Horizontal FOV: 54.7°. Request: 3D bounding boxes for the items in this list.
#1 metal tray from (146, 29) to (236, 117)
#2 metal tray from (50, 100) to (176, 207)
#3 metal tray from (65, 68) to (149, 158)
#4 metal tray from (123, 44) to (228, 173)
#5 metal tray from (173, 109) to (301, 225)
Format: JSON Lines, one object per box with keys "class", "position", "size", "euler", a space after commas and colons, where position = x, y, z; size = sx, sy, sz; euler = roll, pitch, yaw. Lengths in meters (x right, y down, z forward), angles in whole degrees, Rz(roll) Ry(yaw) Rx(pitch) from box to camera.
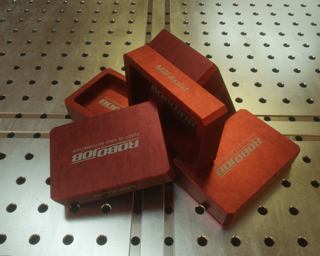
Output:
{"class": "metal tray", "position": [0.043, -0.057, 0.389], "size": [0.030, 0.130, 0.090], "euler": [-47, 60, 1]}
{"class": "metal tray", "position": [-0.056, 0.028, 0.349], "size": [0.131, 0.030, 0.090], "euler": [-15, 61, 6]}
{"class": "metal tray", "position": [-0.051, -0.025, 0.424], "size": [0.130, 0.030, 0.090], "euler": [29, 56, 22]}
{"class": "metal tray", "position": [0.011, -0.022, 0.345], "size": [0.030, 0.089, 0.130], "euler": [-31, 57, -24]}
{"class": "metal tray", "position": [0.090, 0.040, 0.370], "size": [0.131, 0.030, 0.090], "euler": [-34, 58, -26]}
